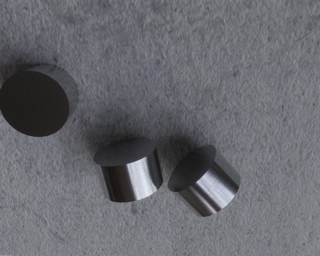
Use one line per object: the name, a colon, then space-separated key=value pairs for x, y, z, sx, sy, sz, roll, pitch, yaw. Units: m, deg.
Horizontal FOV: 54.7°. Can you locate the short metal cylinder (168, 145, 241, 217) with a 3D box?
short metal cylinder: x=0.057 y=0.068 z=0.407 sx=0.080 sy=0.080 sz=0.050 roll=-40 pitch=106 yaw=13

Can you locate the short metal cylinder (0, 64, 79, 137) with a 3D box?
short metal cylinder: x=-0.146 y=-0.035 z=0.381 sx=0.081 sy=0.050 sz=0.079 roll=0 pitch=110 yaw=-1

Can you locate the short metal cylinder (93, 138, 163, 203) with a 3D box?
short metal cylinder: x=-0.040 y=0.051 z=0.399 sx=0.080 sy=0.080 sz=0.050 roll=-10 pitch=110 yaw=3
